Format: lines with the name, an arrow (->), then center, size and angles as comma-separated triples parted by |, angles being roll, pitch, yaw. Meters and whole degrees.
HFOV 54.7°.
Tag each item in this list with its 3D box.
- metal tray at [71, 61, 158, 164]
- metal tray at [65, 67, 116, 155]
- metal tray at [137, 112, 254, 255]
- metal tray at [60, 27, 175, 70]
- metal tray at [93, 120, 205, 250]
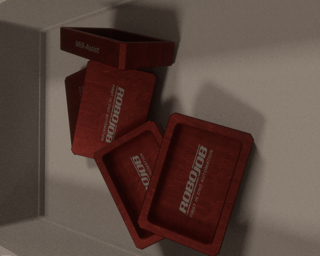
metal tray -> -0.061, -0.020, 0.419 | 0.091, 0.030, 0.129 | 13, 100, 0
metal tray -> -0.106, -0.027, 0.489 | 0.090, 0.030, 0.129 | -13, 82, 39
metal tray -> 0.038, 0.057, 0.334 | 0.090, 0.030, 0.129 | 17, 90, 15
metal tray -> -0.058, -0.108, 0.406 | 0.130, 0.091, 0.030 | 25, 118, 37
metal tray -> -0.013, 0.067, 0.378 | 0.090, 0.030, 0.130 | -30, 79, 10
